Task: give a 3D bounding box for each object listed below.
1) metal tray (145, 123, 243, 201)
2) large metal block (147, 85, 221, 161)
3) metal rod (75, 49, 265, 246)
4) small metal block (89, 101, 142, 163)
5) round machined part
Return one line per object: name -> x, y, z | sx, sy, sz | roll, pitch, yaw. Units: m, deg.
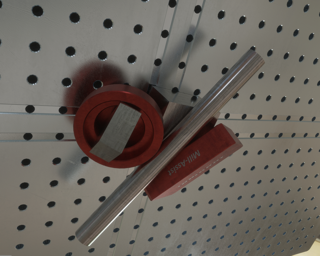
metal tray -> 0.046, 0.047, 0.421 | 0.130, 0.030, 0.090 | -37, 163, 13
large metal block -> 0.019, -0.002, 0.405 | 0.081, 0.050, 0.079 | 9, 114, -33
metal rod -> 0.009, 0.026, 0.369 | 0.300, 0.025, 0.025 | -47, 130, 4
small metal block -> -0.049, 0.006, 0.337 | 0.025, 0.050, 0.050 | 31, 63, -13
round machined part -> -0.045, -0.005, 0.357 | 0.099, 0.042, 0.097 | 0, 118, 0
